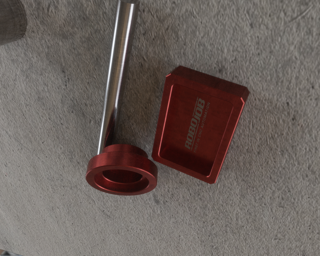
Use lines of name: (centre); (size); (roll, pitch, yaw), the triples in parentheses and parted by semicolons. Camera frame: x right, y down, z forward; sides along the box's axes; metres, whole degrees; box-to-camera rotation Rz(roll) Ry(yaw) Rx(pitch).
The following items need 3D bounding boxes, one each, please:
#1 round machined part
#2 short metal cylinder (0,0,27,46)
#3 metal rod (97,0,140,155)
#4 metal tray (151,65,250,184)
round machined part: (-0.052, 0.057, 0.439); (0.099, 0.042, 0.098); (2, 145, 1)
short metal cylinder: (-0.229, -0.150, 0.416); (0.080, 0.050, 0.079); (13, 124, 20)
metal rod: (-0.066, -0.024, 0.425); (0.025, 0.025, 0.298); (25, 127, 12)
metal tray: (0.044, -0.001, 0.378); (0.090, 0.030, 0.129); (21, 126, 15)
